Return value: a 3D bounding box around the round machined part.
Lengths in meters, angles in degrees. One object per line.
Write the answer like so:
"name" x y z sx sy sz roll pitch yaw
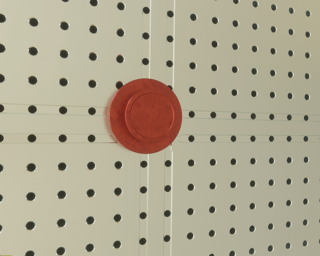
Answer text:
"round machined part" -0.016 -0.015 0.397 0.099 0.042 0.097 0 90 -20
